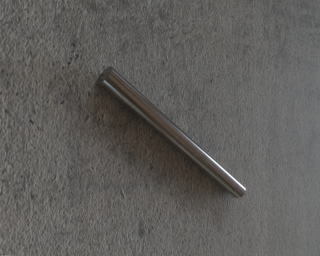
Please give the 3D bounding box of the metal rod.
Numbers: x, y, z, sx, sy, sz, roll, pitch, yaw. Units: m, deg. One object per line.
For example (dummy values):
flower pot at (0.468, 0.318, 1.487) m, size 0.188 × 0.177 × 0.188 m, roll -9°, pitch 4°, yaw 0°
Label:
metal rod at (0.034, 0.022, 0.431) m, size 0.301 × 0.025 × 0.025 m, roll 40°, pitch 66°, yaw -32°
